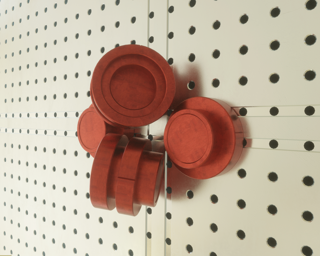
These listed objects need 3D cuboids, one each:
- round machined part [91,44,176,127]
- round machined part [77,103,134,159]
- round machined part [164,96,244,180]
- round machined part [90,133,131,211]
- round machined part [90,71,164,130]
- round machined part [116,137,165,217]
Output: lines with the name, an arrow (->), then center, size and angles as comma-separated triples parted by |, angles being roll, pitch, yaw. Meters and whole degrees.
round machined part -> -0.033, -0.049, 0.381 | 0.042, 0.099, 0.098 | 157, 109, -79
round machined part -> -0.089, 0.003, 0.473 | 0.098, 0.042, 0.097 | 0, 90, 40
round machined part -> 0.043, 0.012, 0.364 | 0.098, 0.042, 0.097 | 0, 90, 40
round machined part -> -0.052, 0.057, 0.400 | 0.042, 0.098, 0.097 | 8, 96, 8
round machined part -> -0.042, -0.046, 0.412 | 0.042, 0.099, 0.098 | 157, 109, -79
round machined part -> -0.021, 0.062, 0.392 | 0.042, 0.098, 0.097 | 9, 97, 8
